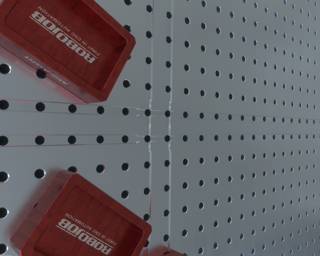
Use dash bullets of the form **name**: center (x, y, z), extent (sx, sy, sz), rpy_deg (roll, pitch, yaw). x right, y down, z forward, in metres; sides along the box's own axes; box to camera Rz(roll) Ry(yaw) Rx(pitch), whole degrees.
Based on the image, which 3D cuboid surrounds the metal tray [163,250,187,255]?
- **metal tray**: center (0.003, 0.242, 0.408), extent (0.091, 0.030, 0.129), rpy_deg (-7, 95, -40)

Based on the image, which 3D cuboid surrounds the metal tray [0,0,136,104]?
- **metal tray**: center (-0.096, -0.096, 0.324), extent (0.130, 0.030, 0.090), rpy_deg (36, 68, -34)

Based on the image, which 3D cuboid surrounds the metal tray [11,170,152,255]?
- **metal tray**: center (-0.077, 0.118, 0.340), extent (0.130, 0.030, 0.090), rpy_deg (45, 63, -31)
